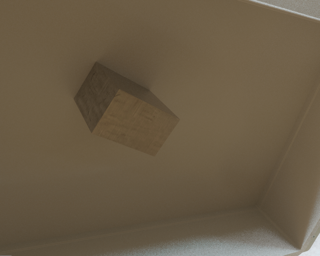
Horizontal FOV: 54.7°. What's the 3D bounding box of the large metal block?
[{"bbox_3d":[-0.038,-0.021,0.340,0.080,0.080,0.050,25,105,-37],"label":"large metal block"}]
